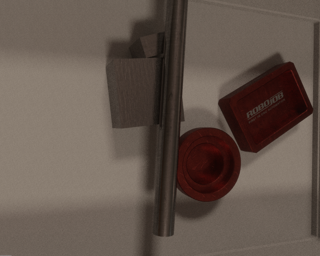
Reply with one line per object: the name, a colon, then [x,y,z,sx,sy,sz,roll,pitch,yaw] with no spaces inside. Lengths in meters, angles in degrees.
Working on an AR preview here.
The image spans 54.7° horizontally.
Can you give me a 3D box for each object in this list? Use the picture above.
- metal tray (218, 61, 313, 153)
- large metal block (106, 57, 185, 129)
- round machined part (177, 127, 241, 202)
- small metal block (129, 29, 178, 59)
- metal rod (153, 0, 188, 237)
metal tray: [0.163,-0.032,0.469,0.131,0.030,0.090,-31,101,-18]
large metal block: [-0.020,-0.044,0.391,0.081,0.050,0.079,-7,93,-20]
round machined part: [0.057,0.048,0.424,0.099,0.042,0.097,0,90,-21]
small metal block: [-0.006,-0.102,0.396,0.050,0.050,0.025,-20,97,-19]
metal rod: [0.013,-0.026,0.362,0.025,0.025,0.298,4,90,-20]
